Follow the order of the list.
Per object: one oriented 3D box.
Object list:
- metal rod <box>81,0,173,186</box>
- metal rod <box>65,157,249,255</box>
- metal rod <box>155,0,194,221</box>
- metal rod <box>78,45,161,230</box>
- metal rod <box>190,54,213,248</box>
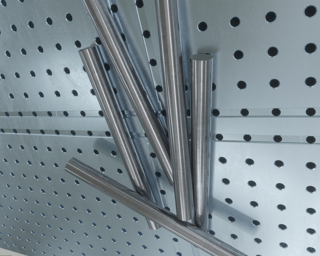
[{"bbox_3d":[-0.033,-0.053,0.394,0.025,0.025,0.299,-12,113,33],"label":"metal rod"},{"bbox_3d":[-0.009,0.124,0.457,0.301,0.025,0.025,27,128,10],"label":"metal rod"},{"bbox_3d":[0.021,-0.013,0.376,0.025,0.025,0.298,5,117,25],"label":"metal rod"},{"bbox_3d":[-0.050,0.029,0.453,0.025,0.025,0.298,-4,117,30],"label":"metal rod"},{"bbox_3d":[0.054,0.051,0.413,0.025,0.025,0.298,10,123,22],"label":"metal rod"}]
